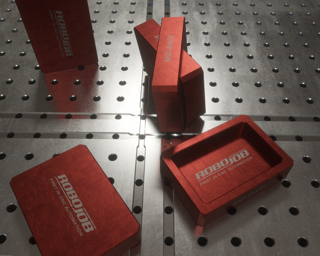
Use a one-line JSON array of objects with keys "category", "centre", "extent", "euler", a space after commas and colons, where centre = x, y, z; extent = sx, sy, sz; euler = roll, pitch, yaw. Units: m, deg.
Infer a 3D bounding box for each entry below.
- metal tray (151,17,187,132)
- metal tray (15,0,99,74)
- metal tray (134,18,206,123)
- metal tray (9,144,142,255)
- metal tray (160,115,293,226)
[{"category": "metal tray", "centre": [0.017, -0.071, 0.408], "extent": [0.030, 0.090, 0.130], "euler": [1, 56, 9]}, {"category": "metal tray", "centre": [-0.148, -0.147, 0.461], "extent": [0.091, 0.129, 0.030], "euler": [-14, 52, -12]}, {"category": "metal tray", "centre": [0.013, -0.080, 0.430], "extent": [0.030, 0.090, 0.130], "euler": [-29, 55, -10]}, {"category": "metal tray", "centre": [-0.091, 0.087, 0.331], "extent": [0.091, 0.030, 0.130], "euler": [-28, 56, -22]}, {"category": "metal tray", "centre": [0.077, 0.044, 0.368], "extent": [0.131, 0.030, 0.090], "euler": [-24, 54, -19]}]
